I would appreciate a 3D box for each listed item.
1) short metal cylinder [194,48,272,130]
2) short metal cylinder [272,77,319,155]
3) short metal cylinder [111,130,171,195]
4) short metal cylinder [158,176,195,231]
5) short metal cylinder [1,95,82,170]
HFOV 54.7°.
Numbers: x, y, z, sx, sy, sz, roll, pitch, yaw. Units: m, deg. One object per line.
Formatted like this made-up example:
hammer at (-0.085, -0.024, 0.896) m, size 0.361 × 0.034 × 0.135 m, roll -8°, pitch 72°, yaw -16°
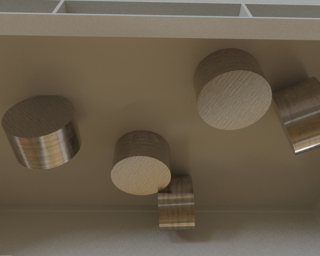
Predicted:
short metal cylinder at (0.081, -0.044, 0.357) m, size 0.081 × 0.050 × 0.079 m, roll -1°, pitch 130°, yaw 0°
short metal cylinder at (0.169, -0.014, 0.364) m, size 0.050 × 0.080 × 0.080 m, roll -22°, pitch 127°, yaw 17°
short metal cylinder at (-0.026, 0.049, 0.435) m, size 0.081 × 0.050 × 0.079 m, roll 0°, pitch 130°, yaw 0°
short metal cylinder at (0.024, 0.113, 0.470) m, size 0.050 × 0.080 × 0.079 m, roll -3°, pitch 130°, yaw 2°
short metal cylinder at (-0.140, 0.004, 0.374) m, size 0.081 × 0.080 × 0.050 m, roll 0°, pitch 130°, yaw -1°
